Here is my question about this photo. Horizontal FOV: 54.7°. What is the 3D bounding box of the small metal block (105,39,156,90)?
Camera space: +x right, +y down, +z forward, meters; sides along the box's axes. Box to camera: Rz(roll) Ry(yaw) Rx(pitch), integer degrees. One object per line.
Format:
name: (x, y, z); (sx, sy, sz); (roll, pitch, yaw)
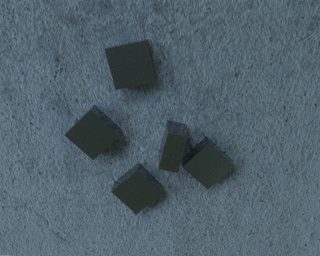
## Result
small metal block: (-0.035, -0.079, 0.380); (0.050, 0.025, 0.050); (-11, 110, 4)

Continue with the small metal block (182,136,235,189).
small metal block: (0.065, 0.048, 0.428); (0.050, 0.025, 0.050); (42, 105, -14)

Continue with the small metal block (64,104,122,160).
small metal block: (-0.088, 0.006, 0.411); (0.050, 0.025, 0.050); (-42, 105, 13)

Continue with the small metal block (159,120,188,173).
small metal block: (0.016, 0.023, 0.405); (0.025, 0.050, 0.050); (12, 110, -5)

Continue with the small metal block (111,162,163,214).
small metal block: (-0.032, 0.086, 0.441); (0.050, 0.025, 0.050); (-40, 106, 13)
